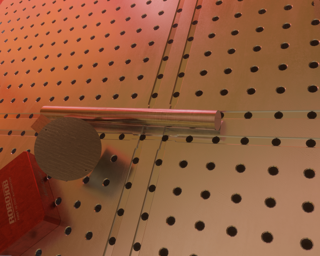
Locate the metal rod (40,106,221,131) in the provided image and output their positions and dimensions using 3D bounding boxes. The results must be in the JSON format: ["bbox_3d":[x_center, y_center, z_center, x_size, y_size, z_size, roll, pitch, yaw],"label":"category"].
[{"bbox_3d":[-0.061,-0.017,0.448,0.300,0.025,0.025,4,64,29],"label":"metal rod"}]

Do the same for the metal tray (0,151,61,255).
[{"bbox_3d":[-0.203,0.107,0.443,0.090,0.030,0.130,-38,51,2],"label":"metal tray"}]

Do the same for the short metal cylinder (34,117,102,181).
[{"bbox_3d":[-0.119,0.029,0.408,0.081,0.050,0.080,2,80,-13],"label":"short metal cylinder"}]

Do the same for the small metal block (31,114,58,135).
[{"bbox_3d":[-0.157,0.010,0.466,0.050,0.050,0.025,29,78,37],"label":"small metal block"}]

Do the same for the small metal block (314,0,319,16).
[{"bbox_3d":[0.227,-0.158,0.386,0.050,0.025,0.050,-17,55,17],"label":"small metal block"}]
